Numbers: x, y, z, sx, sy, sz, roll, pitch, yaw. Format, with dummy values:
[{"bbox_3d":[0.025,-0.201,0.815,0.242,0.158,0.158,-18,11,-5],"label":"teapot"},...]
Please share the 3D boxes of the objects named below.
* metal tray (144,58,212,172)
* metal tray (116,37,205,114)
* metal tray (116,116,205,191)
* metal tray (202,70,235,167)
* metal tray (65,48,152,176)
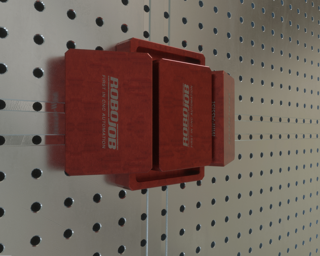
[{"bbox_3d":[0.024,-0.015,0.389,0.091,0.030,0.129,-1,91,-40],"label":"metal tray"},{"bbox_3d":[0.005,-0.061,0.412,0.131,0.030,0.089,0,90,-40],"label":"metal tray"},{"bbox_3d":[0.005,0.029,0.413,0.131,0.030,0.089,0,90,-40],"label":"metal tray"},{"bbox_3d":[0.088,-0.013,0.457,0.090,0.030,0.129,-2,92,-67],"label":"metal tray"},{"bbox_3d":[-0.056,-0.016,0.337,0.091,0.030,0.129,0,91,-14],"label":"metal tray"}]
